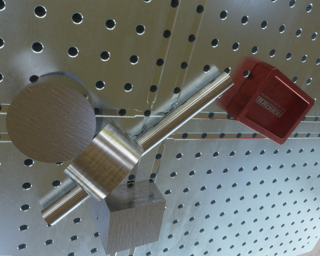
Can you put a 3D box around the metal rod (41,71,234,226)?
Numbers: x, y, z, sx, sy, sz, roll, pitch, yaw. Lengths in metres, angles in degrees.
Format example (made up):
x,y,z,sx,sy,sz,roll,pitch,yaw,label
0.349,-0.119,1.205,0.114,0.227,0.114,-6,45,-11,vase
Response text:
x,y,z,sx,sy,sz,roll,pitch,yaw,label
-0.027,0.025,0.411,0.301,0.025,0.025,-38,129,-3,metal rod

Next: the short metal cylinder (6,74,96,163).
x,y,z,sx,sy,sz,roll,pitch,yaw,label
-0.107,-0.011,0.316,0.081,0.050,0.079,-4,109,-12,short metal cylinder

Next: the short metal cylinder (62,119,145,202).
x,y,z,sx,sy,sz,roll,pitch,yaw,label
-0.063,0.036,0.354,0.050,0.080,0.080,43,94,-8,short metal cylinder

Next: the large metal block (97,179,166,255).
x,y,z,sx,sy,sz,roll,pitch,yaw,label
-0.044,0.127,0.450,0.081,0.050,0.079,-5,121,-26,large metal block

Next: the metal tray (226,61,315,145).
x,y,z,sx,sy,sz,roll,pitch,yaw,label
0.174,-0.034,0.481,0.131,0.030,0.090,24,106,-37,metal tray
